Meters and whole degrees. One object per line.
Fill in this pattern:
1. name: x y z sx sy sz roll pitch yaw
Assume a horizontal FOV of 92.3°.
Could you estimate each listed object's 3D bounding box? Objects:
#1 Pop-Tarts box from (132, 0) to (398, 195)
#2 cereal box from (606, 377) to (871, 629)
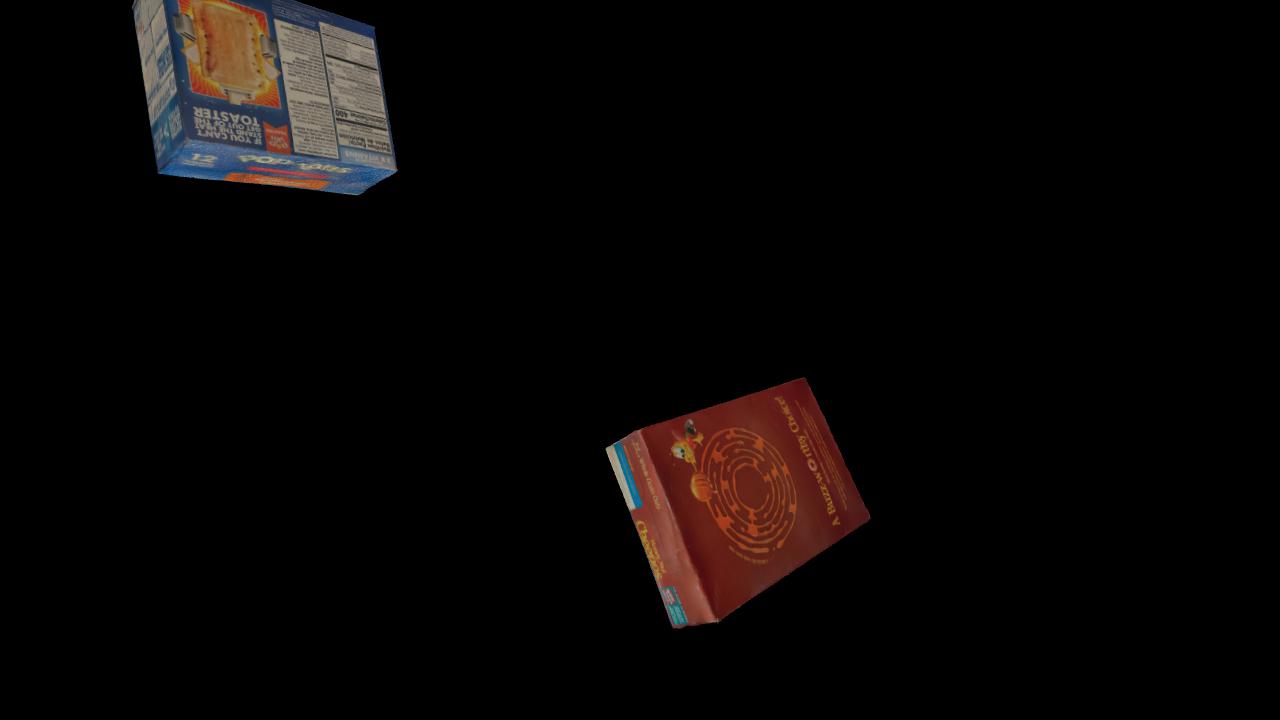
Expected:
1. Pop-Tarts box: -0.318 -0.230 0.535 0.083 0.141 0.167 -10 -1 40
2. cereal box: 0.125 0.149 0.723 0.306 0.203 0.081 -13 -15 -40
